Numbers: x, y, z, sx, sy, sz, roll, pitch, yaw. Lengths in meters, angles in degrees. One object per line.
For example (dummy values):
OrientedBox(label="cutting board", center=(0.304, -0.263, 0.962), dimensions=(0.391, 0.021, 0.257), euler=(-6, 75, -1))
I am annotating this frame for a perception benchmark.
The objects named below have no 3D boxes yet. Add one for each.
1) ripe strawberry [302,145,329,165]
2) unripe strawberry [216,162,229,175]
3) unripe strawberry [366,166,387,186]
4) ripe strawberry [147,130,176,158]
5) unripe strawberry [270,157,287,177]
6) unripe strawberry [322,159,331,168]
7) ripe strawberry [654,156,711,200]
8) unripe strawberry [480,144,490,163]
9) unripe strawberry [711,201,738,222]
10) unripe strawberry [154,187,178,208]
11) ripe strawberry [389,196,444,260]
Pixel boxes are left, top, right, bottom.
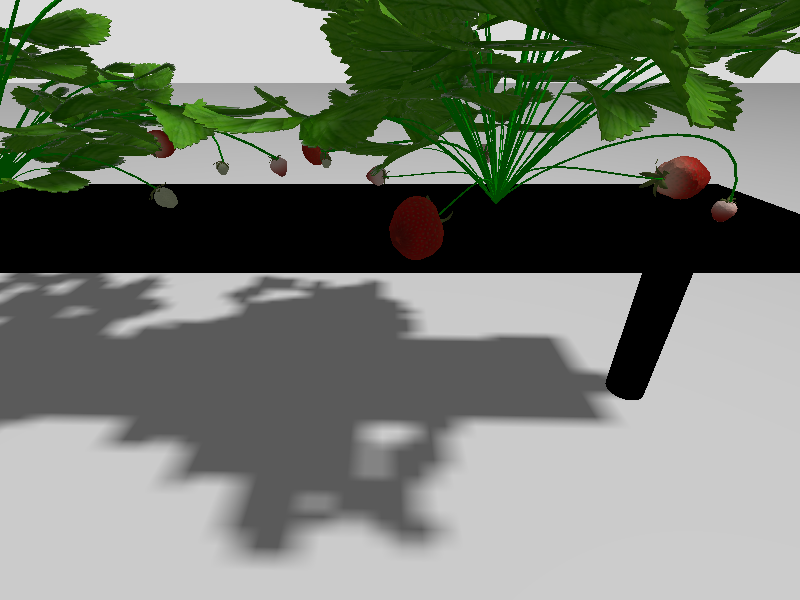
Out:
OrientedBox(label="ripe strawberry", center=(-0.104, -0.184, 0.489), dimensions=(0.034, 0.036, 0.031), euler=(23, 37, 35))
OrientedBox(label="unripe strawberry", center=(-0.197, -0.145, 0.444), dimensions=(0.013, 0.014, 0.015), euler=(-18, 34, -28))
OrientedBox(label="unripe strawberry", center=(-0.024, -0.125, 0.403), dimensions=(0.019, 0.019, 0.021), euler=(15, 33, 26))
OrientedBox(label="ripe strawberry", center=(-0.313, -0.206, 0.527), dimensions=(0.038, 0.034, 0.035), euler=(7, 30, 12))
OrientedBox(label="unripe strawberry", center=(-0.133, -0.147, 0.445), dimensions=(0.019, 0.020, 0.018), euler=(-30, 37, -10))
OrientedBox(label="unripe strawberry", center=(-0.083, -0.153, 0.448), dimensions=(0.010, 0.011, 0.011), euler=(19, 35, 29))
OrientedBox(label="ripe strawberry", center=(0.252, -0.109, 0.356), dimensions=(0.043, 0.037, 0.043), euler=(-2, 30, -4))
OrientedBox(label="unripe strawberry", center=(0.105, -0.183, 0.502), dimensions=(0.022, 0.024, 0.024), euler=(3, 16, 6))
OrientedBox(label="unripe strawberry", center=(0.248, -0.068, 0.308), dimensions=(0.016, 0.016, 0.015), euler=(9, 31, 14))
OrientedBox(label="unripe strawberry", center=(-0.198, -0.087, 0.340), dimensions=(0.016, 0.018, 0.018), euler=(-37, 21, 22))
OrientedBox(label="ripe strawberry", center=(0.008, -0.042, 0.241), dimensions=(0.033, 0.038, 0.036), euler=(18, 35, 28))
